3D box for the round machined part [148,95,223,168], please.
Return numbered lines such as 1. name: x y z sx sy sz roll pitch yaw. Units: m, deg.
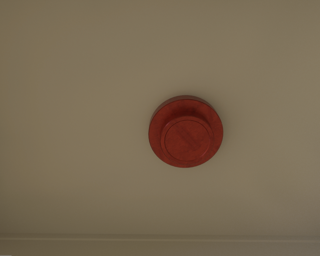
1. round machined part: 0.034 0.009 0.406 0.099 0.042 0.097 0 110 0
